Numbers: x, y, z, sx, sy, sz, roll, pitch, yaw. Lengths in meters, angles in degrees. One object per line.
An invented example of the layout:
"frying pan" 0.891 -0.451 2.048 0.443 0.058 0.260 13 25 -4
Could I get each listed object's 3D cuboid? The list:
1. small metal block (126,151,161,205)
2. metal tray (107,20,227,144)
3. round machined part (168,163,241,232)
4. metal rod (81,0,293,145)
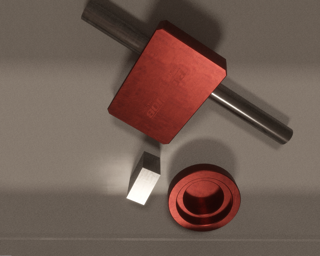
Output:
"small metal block" -0.022 0.067 0.422 0.025 0.050 0.050 25 108 -9
"metal tray" 0.006 -0.048 0.371 0.090 0.030 0.129 30 125 -11
"round machined part" 0.060 0.093 0.438 0.099 0.042 0.097 0 110 -1
"metal rod" 0.042 -0.063 0.388 0.301 0.025 0.025 30 107 -11
